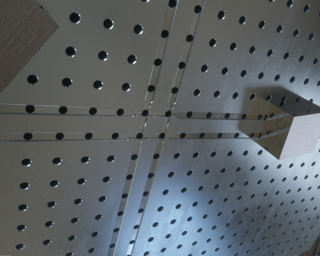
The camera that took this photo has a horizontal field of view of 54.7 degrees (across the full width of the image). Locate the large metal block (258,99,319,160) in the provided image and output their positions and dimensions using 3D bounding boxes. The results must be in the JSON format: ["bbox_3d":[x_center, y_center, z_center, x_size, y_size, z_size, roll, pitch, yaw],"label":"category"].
[{"bbox_3d":[0.224,0.001,0.521,0.081,0.050,0.079,-8,122,-25],"label":"large metal block"}]

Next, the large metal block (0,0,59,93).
[{"bbox_3d":[-0.148,-0.088,0.260,0.080,0.050,0.080,-47,130,4],"label":"large metal block"}]
